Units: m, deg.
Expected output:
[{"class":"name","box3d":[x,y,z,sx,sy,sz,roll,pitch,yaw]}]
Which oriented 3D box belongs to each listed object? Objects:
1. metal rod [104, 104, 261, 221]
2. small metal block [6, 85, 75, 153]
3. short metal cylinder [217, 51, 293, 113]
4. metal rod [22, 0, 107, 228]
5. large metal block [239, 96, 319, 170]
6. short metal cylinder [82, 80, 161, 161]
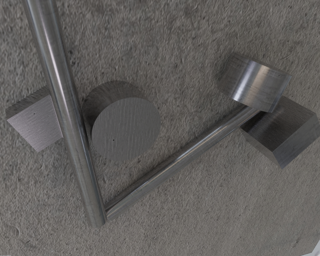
[{"class":"metal rod","box3d":[0.047,0.035,0.453,0.301,0.025,0.025,-36,129,-5]},{"class":"small metal block","box3d":[-0.126,-0.010,0.332,0.050,0.025,0.050,-33,129,-7]},{"class":"short metal cylinder","box3d":[0.121,-0.060,0.400,0.081,0.080,0.050,9,114,-32]},{"class":"metal rod","box3d":[-0.090,0.010,0.331,0.025,0.025,0.298,-18,131,-18]},{"class":"large metal block","box3d":[0.180,0.002,0.471,0.080,0.080,0.050,-42,130,0]},{"class":"short metal cylinder","box3d":[-0.046,-0.009,0.360,0.081,0.050,0.079,-14,124,-21]}]
